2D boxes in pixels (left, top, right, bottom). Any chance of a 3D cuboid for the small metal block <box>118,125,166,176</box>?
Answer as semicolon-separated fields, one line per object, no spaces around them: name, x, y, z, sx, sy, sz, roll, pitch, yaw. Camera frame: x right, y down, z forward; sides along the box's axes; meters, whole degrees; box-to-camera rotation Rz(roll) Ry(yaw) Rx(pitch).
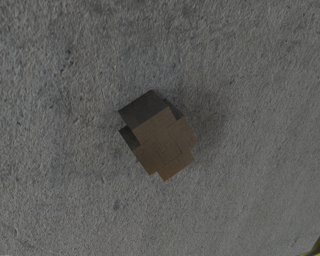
small metal block;-0.023;0.025;0.395;0.025;0.050;0.050;-35;129;-6

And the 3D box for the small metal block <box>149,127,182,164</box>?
small metal block;-0.003;0.011;0.398;0.025;0.050;0.050;-35;129;-6

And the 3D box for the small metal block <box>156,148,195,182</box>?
small metal block;0.011;0.037;0.422;0.050;0.050;0.025;-34;129;-6

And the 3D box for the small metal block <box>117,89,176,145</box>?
small metal block;-0.017;-0.015;0.375;0.050;0.050;0.025;-34;129;-6

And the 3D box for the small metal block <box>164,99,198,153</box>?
small metal block;0.018;-0.003;0.401;0.025;0.050;0.050;-35;129;-5
